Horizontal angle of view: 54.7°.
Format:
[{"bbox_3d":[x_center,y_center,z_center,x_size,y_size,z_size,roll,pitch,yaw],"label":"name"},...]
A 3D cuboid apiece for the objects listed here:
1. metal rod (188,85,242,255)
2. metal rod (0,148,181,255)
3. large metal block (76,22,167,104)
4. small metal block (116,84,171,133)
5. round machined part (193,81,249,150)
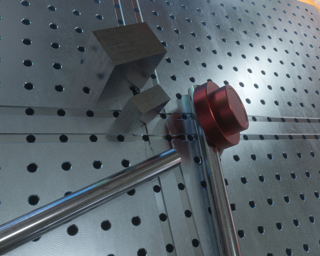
[{"bbox_3d":[0.073,0.072,0.405,0.025,0.025,0.299,7,59,-25],"label":"metal rod"},{"bbox_3d":[-0.096,0.082,0.307,0.302,0.025,0.025,-21,73,-36],"label":"metal rod"},{"bbox_3d":[-0.051,-0.083,0.398,0.081,0.080,0.050,-25,76,-37],"label":"large metal block"},{"bbox_3d":[-0.021,-0.025,0.397,0.050,0.050,0.025,-31,80,-38],"label":"small metal block"},{"bbox_3d":[0.091,-0.022,0.436,0.098,0.042,0.098,39,38,-39],"label":"round machined part"}]
